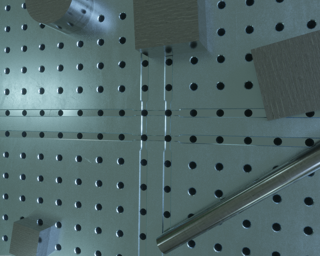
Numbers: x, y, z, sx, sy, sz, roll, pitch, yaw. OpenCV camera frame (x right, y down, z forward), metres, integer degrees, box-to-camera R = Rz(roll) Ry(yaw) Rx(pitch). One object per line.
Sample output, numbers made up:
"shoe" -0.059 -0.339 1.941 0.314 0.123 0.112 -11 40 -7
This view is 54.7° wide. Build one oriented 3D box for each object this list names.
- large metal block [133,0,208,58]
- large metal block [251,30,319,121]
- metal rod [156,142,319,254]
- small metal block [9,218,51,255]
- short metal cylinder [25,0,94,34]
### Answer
"large metal block" 0.014 -0.139 0.394 0.080 0.050 0.079 -3 89 19
"large metal block" 0.153 -0.055 0.346 0.080 0.050 0.080 -13 86 19
"metal rod" 0.121 0.072 0.369 0.300 0.025 0.025 -35 79 16
"small metal block" -0.202 0.174 0.482 0.050 0.025 0.050 11 94 19
"short metal cylinder" -0.145 -0.183 0.449 0.080 0.050 0.079 0 90 19
